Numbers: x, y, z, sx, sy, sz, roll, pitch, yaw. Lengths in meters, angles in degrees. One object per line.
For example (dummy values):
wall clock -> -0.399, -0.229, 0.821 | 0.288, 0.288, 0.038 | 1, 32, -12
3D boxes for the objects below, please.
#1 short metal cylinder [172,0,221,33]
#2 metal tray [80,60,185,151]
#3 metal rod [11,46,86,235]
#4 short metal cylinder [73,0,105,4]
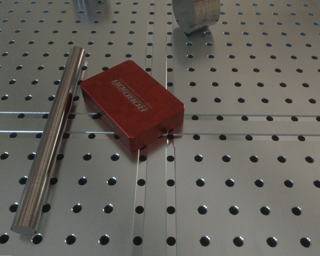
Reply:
short metal cylinder -> 0.064, -0.217, 0.554 | 0.050, 0.080, 0.080 | -22, 54, -18
metal tray -> -0.040, -0.037, 0.435 | 0.091, 0.030, 0.130 | -31, 57, -24
metal rod -> -0.138, -0.010, 0.414 | 0.025, 0.025, 0.300 | 1, 50, 1
short metal cylinder -> -0.149, -0.300, 0.643 | 0.080, 0.050, 0.080 | 0, 50, 0
